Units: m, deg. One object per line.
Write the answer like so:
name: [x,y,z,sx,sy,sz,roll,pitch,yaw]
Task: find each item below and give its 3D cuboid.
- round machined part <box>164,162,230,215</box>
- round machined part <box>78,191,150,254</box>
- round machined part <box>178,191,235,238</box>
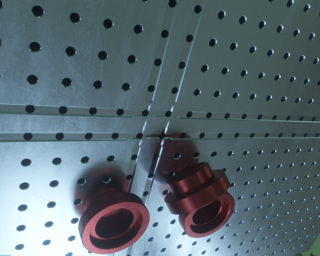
round machined part: [0.049,0.084,0.458,0.099,0.098,0.042,-27,91,-12]
round machined part: [-0.068,0.130,0.445,0.099,0.042,0.097,-14,124,-21]
round machined part: [0.075,0.136,0.527,0.099,0.042,0.097,-14,124,-21]
